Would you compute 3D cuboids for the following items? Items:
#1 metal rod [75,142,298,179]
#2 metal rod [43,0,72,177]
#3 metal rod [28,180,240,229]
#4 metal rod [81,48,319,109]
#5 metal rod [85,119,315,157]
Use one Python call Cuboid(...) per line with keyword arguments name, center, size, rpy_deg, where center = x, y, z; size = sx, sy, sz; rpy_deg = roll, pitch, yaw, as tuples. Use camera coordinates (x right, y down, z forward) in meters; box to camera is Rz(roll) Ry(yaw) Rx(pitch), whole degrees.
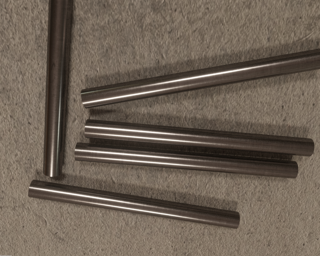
Cuboid(name="metal rod", center=(0.038, 0.045, 0.426), size=(0.302, 0.025, 0.025), rpy_deg=(5, 110, -3))
Cuboid(name="metal rod", center=(-0.125, -0.077, 0.379), size=(0.025, 0.025, 0.298), rpy_deg=(8, 110, -4))
Cuboid(name="metal rod", center=(-0.034, 0.112, 0.450), size=(0.302, 0.025, 0.025), rpy_deg=(10, 110, -4))
Cuboid(name="metal rod", center=(0.052, -0.061, 0.387), size=(0.302, 0.025, 0.025), rpy_deg=(-9, 110, 3))
Cuboid(name="metal rod", center=(0.054, 0.014, 0.415), size=(0.302, 0.025, 0.025), rpy_deg=(5, 110, -3))
